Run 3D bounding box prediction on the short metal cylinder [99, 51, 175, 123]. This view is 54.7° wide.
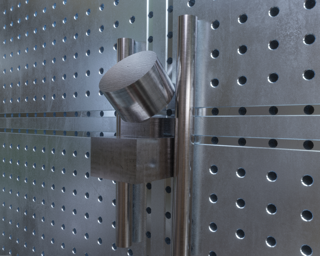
[{"bbox_3d":[-0.028,-0.052,0.388,0.080,0.050,0.080,-21,36,16],"label":"short metal cylinder"}]

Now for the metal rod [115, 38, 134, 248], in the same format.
[{"bbox_3d":[-0.051,0.021,0.452,0.025,0.025,0.298,1,91,40],"label":"metal rod"}]

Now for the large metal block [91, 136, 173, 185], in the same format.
[{"bbox_3d":[-0.031,0.036,0.396,0.080,0.081,0.050,1,91,40],"label":"large metal block"}]

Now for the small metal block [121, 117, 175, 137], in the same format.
[{"bbox_3d":[-0.016,-0.001,0.406,0.050,0.050,0.025,2,92,39],"label":"small metal block"}]

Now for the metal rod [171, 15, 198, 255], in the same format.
[{"bbox_3d":[0.030,0.013,0.384,0.025,0.025,0.298,2,92,40],"label":"metal rod"}]
